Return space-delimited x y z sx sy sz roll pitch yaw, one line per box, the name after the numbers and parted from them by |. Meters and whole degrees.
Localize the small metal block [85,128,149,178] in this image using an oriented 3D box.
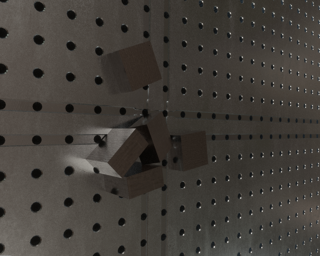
-0.049 0.027 0.353 0.050 0.050 0.025 -52 120 -27 | small metal block

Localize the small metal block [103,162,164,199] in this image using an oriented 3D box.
-0.032 0.060 0.368 0.050 0.050 0.025 -13 99 -39 | small metal block

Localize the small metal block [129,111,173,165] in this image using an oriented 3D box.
-0.010 0.012 0.391 0.050 0.025 0.050 -46 121 -60 | small metal block

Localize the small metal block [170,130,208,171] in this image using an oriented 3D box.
0.041 0.032 0.446 0.050 0.025 0.050 -9 96 -40 | small metal block

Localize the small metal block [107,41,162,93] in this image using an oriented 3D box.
-0.031 -0.076 0.385 0.050 0.025 0.050 -29 109 -36 | small metal block
